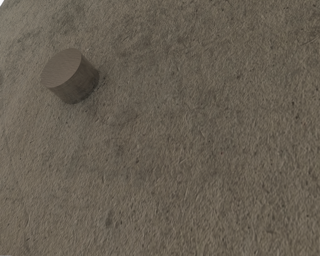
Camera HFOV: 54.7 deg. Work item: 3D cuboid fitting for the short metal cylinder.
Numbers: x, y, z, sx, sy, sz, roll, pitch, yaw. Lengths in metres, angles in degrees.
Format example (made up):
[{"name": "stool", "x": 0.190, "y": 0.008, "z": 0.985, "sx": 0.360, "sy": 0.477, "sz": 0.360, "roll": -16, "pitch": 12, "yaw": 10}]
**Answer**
[{"name": "short metal cylinder", "x": -0.150, "y": -0.087, "z": 0.520, "sx": 0.080, "sy": 0.050, "sz": 0.080, "roll": -13, "pitch": 56, "yaw": 21}]
